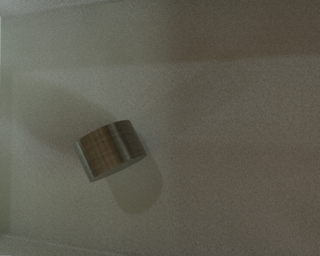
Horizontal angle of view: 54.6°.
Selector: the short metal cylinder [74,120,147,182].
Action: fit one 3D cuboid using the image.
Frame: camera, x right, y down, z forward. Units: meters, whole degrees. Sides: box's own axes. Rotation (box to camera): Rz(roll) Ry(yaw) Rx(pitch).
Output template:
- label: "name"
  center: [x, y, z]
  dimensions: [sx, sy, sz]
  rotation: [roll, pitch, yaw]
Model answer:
- label: "short metal cylinder"
  center: [-0.064, 0.030, 0.404]
  dimensions: [0.080, 0.080, 0.050]
  rotation: [-30, 81, 18]
